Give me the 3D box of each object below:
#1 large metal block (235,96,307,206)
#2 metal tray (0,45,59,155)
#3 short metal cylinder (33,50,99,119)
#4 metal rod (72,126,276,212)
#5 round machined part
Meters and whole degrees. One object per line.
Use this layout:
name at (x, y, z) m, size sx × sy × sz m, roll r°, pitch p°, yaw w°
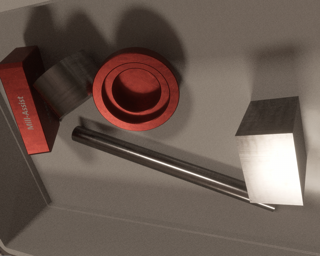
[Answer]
large metal block at (0.120, 0.022, 0.323) m, size 0.050 × 0.080 × 0.080 m, roll -4°, pitch 116°, yaw 30°
metal tray at (-0.176, -0.039, 0.431) m, size 0.030 × 0.090 × 0.129 m, roll -8°, pitch 119°, yaw -4°
short metal cylinder at (-0.112, -0.055, 0.396) m, size 0.080 × 0.080 × 0.050 m, roll -30°, pitch 102°, yaw 37°
metal rod at (0.008, 0.051, 0.434) m, size 0.301 × 0.025 × 0.025 m, roll 17°, pitch 125°, yaw 17°
round machined part at (-0.027, -0.048, 0.366) m, size 0.099 × 0.042 × 0.097 m, roll 0°, pitch 121°, yaw 1°
